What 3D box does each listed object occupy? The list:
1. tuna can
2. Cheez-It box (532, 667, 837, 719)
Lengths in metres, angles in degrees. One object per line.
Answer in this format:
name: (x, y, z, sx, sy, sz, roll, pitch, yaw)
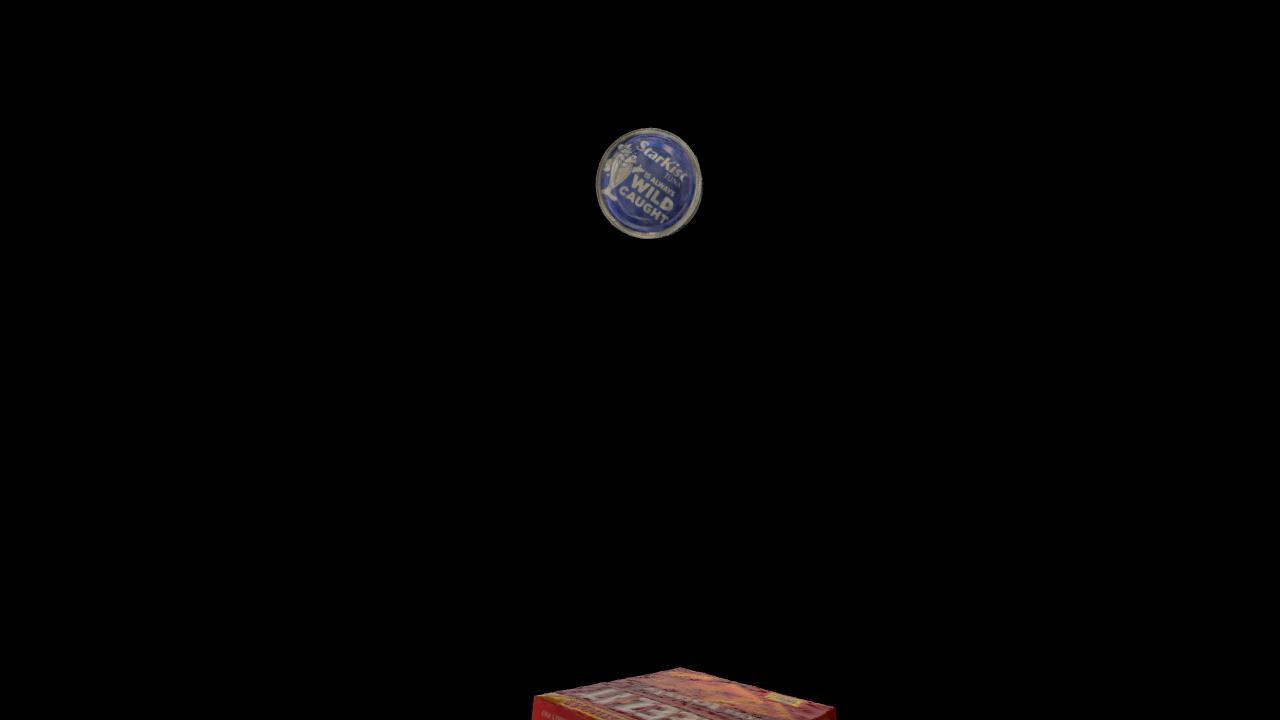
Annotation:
tuna can: (0.009, -0.140, 0.494, 0.084, 0.084, 0.034, 0, 10, 10)
Cheez-It box: (0.041, 0.307, 0.490, 0.166, 0.071, 0.223, -4, -18, 34)
